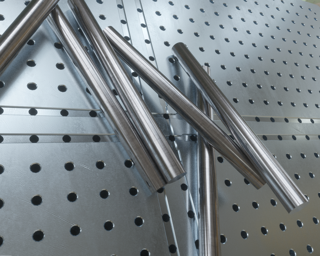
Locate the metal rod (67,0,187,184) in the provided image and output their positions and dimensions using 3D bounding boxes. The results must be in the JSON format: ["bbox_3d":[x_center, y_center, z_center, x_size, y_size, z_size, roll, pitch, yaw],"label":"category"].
[{"bbox_3d":[-0.052,-0.064,0.402,0.025,0.025,0.299,-16,65,-34],"label":"metal rod"}]

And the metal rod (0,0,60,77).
[{"bbox_3d":[-0.178,-0.074,0.339,0.025,0.025,0.300,27,58,-12],"label":"metal rod"}]

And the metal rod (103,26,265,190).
[{"bbox_3d":[0.027,-0.035,0.419,0.300,0.025,0.025,45,51,12],"label":"metal rod"}]

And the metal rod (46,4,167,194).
[{"bbox_3d":[-0.079,-0.052,0.397,0.025,0.025,0.299,-24,75,-36],"label":"metal rod"}]

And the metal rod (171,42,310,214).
[{"bbox_3d":[0.089,-0.022,0.417,0.025,0.025,0.300,-5,48,-30],"label":"metal rod"}]

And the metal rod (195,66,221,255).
[{"bbox_3d":[0.063,0.034,0.420,0.025,0.025,0.300,16,55,-19],"label":"metal rod"}]
